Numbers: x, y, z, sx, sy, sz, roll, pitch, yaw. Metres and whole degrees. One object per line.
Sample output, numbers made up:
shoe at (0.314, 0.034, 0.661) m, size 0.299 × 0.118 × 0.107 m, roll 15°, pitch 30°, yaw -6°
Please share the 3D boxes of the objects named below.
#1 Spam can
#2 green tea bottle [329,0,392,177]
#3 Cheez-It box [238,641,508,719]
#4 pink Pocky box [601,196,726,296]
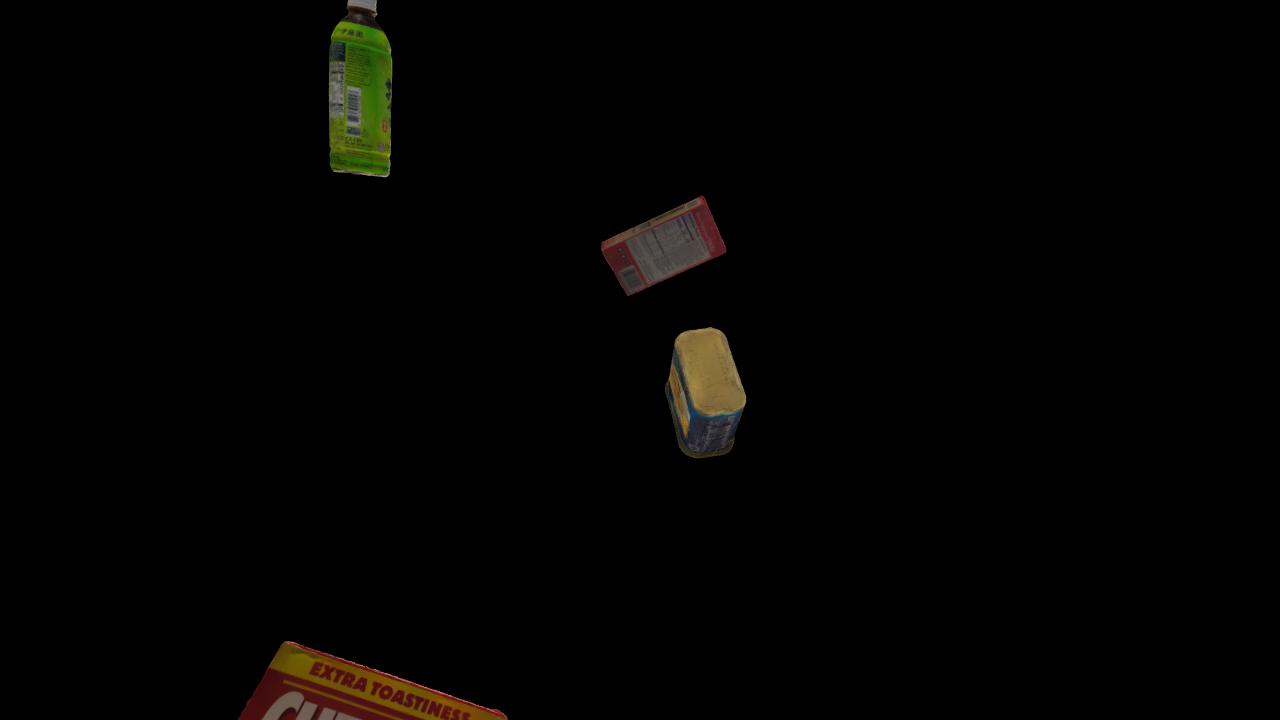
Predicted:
Spam can at (0.062, 0.031, 0.603) m, size 0.058 × 0.101 × 0.085 m, roll -8°, pitch -34°, yaw -8°
green tea bottle at (-0.338, -0.334, 0.745) m, size 0.073 × 0.212 × 0.073 m, roll 7°, pitch 15°, yaw -2°
Cheez-It box at (-0.201, 0.317, 0.380) m, size 0.166 × 0.223 × 0.071 m, roll 23°, pitch -37°, yaw -7°
pink Pocky box at (0.033, -0.155, 0.849) m, size 0.155 × 0.084 × 0.029 m, roll -23°, pitch 38°, yaw 13°
